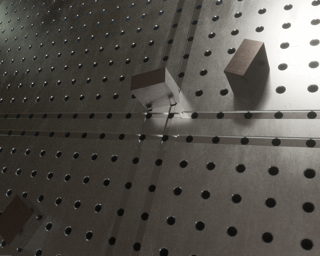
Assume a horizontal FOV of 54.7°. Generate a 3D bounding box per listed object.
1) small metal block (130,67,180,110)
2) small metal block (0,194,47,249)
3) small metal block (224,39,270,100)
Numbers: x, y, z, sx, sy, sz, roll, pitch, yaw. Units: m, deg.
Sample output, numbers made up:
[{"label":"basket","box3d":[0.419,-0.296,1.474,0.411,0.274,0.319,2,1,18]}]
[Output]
[{"label":"small metal block","box3d":[-0.006,-0.053,0.426,0.050,0.050,0.025,-11,57,22]},{"label":"small metal block","box3d":[-0.194,0.129,0.428,0.050,0.025,0.050,26,76,36]},{"label":"small metal block","box3d":[0.108,-0.071,0.379,0.025,0.050,0.050,24,75,36]}]
